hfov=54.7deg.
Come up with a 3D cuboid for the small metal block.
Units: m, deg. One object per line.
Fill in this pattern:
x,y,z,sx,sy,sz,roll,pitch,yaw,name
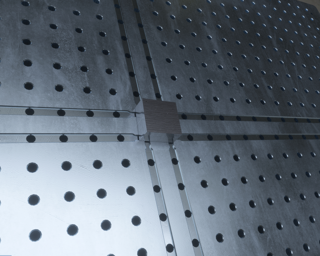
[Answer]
-0.003,-0.009,0.414,0.050,0.025,0.050,5,60,-26,small metal block
